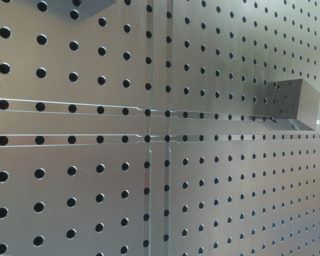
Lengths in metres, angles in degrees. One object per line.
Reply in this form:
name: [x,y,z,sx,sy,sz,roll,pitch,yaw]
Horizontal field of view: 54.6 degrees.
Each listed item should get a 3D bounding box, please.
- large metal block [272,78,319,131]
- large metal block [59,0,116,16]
large metal block: [0.274,-0.044,0.620,0.080,0.050,0.080,21,77,-38]
large metal block: [-0.086,-0.176,0.319,0.081,0.050,0.080,14,82,-39]
